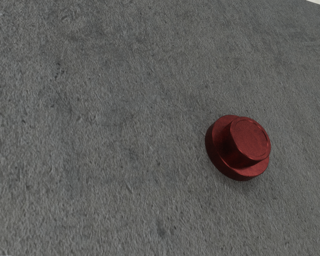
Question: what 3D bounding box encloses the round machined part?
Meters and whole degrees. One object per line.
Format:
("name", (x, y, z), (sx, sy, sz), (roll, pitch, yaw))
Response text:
("round machined part", (0.117, 0.023, 0.441), (0.099, 0.042, 0.098), (13, 56, -21))
